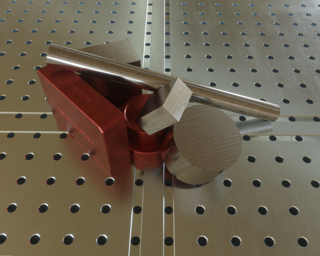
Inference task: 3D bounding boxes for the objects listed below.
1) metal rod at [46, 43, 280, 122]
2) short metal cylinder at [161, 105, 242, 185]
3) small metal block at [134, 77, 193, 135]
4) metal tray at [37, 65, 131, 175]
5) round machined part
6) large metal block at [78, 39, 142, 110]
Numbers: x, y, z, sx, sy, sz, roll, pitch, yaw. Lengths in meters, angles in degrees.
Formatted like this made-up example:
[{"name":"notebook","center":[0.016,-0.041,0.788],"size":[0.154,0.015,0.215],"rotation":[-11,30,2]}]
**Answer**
[{"name":"metal rod","center":[0.017,-0.052,0.390],"size":[0.302,0.025,0.025],"rotation":[13,48,-15]},{"name":"short metal cylinder","center":[0.047,0.020,0.360],"size":[0.081,0.050,0.080],"rotation":[7,62,-13]},{"name":"small metal block","center":[0.004,-0.024,0.355],"size":[0.025,0.050,0.050],"rotation":[44,49,-20]},{"name":"metal tray","center":[-0.091,-0.013,0.374],"size":[0.030,0.089,0.130],"rotation":[-36,59,-26]},{"name":"round machined part","center":[-0.016,-0.007,0.406],"size":[0.099,0.042,0.098],"rotation":[0,50,0]},{"name":"large metal block","center":[-0.071,-0.067,0.425],"size":[0.081,0.080,0.050],"rotation":[-17,52,-14]}]
